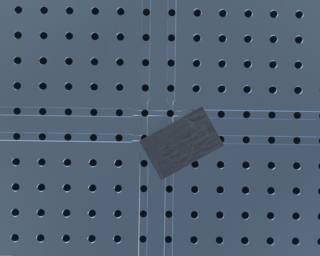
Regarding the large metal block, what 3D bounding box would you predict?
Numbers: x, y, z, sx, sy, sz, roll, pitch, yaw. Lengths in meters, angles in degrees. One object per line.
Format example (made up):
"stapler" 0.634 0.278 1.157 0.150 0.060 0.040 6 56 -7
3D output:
"large metal block" 0.024 0.017 0.386 0.080 0.080 0.050 -29 90 0
